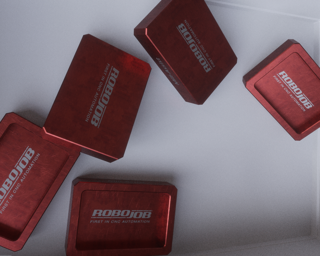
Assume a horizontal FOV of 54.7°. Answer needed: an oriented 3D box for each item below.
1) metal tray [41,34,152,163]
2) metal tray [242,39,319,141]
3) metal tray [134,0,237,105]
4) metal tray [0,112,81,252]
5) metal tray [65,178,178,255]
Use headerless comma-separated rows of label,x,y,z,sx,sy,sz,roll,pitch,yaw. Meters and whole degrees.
metal tray,-0.071,-0.035,0.365,0.091,0.030,0.130,23,67,-19
metal tray,0.198,-0.053,0.457,0.130,0.030,0.090,43,113,-15
metal tray,0.038,-0.105,0.401,0.090,0.030,0.130,-50,124,-12
metal tray,-0.163,0.058,0.347,0.090,0.030,0.130,33,79,-18
metal tray,-0.047,0.113,0.391,0.131,0.030,0.089,6,88,-20
